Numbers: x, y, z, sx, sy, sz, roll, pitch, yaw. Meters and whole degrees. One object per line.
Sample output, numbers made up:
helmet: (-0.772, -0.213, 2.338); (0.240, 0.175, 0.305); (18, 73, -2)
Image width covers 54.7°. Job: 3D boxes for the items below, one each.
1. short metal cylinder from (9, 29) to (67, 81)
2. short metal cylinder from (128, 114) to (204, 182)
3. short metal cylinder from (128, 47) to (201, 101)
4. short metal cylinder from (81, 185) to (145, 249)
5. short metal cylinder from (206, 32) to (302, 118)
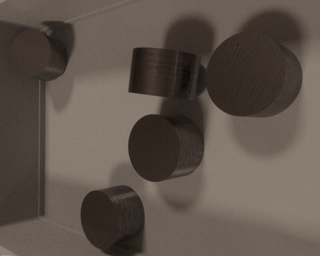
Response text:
short metal cylinder: (-0.212, -0.125, 0.543); (0.080, 0.050, 0.079); (0, 90, 14)
short metal cylinder: (0.007, 0.023, 0.383); (0.080, 0.050, 0.079); (0, 90, 39)
short metal cylinder: (0.005, -0.062, 0.365); (0.080, 0.081, 0.050); (12, 98, 39)
short metal cylinder: (-0.069, 0.126, 0.445); (0.080, 0.050, 0.079); (0, 90, 39)
short metal cylinder: (0.094, -0.051, 0.312); (0.080, 0.050, 0.079); (0, 90, 39)
